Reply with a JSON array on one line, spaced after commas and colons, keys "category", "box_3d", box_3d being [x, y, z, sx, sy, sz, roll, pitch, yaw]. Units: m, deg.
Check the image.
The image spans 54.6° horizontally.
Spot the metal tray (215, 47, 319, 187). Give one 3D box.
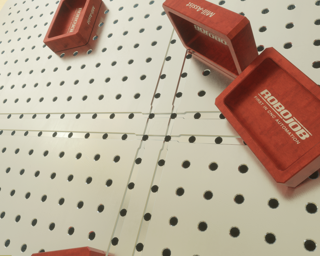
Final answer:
[{"category": "metal tray", "box_3d": [0.127, -0.015, 0.330, 0.090, 0.030, 0.130, -46, 49, 20]}]

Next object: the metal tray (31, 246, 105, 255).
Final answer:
[{"category": "metal tray", "box_3d": [-0.111, 0.204, 0.339, 0.090, 0.030, 0.130, -15, 56, 20]}]

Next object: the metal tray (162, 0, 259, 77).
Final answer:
[{"category": "metal tray", "box_3d": [0.067, -0.121, 0.406, 0.030, 0.090, 0.130, -45, 51, -3]}]

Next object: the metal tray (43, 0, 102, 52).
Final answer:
[{"category": "metal tray", "box_3d": [-0.177, -0.221, 0.635, 0.090, 0.030, 0.130, -5, 59, 25]}]
